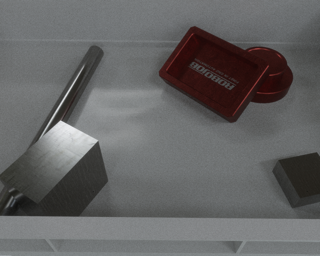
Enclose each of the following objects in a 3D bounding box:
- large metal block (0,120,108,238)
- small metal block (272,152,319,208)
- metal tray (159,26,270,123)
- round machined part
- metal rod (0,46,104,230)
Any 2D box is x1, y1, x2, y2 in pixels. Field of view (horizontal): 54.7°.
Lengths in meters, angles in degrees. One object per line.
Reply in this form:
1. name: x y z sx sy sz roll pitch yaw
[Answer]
1. large metal block: -0.104 0.054 0.323 0.050 0.080 0.080 26 55 19
2. small metal block: 0.167 0.060 0.357 0.050 0.025 0.050 -10 51 -9
3. metal tray: 0.074 -0.078 0.440 0.130 0.030 0.090 35 90 25
4. round machined part: 0.152 -0.087 0.469 0.099 0.042 0.098 0 50 0
5. metal rod: -0.137 -0.013 0.413 0.025 0.025 0.300 10 51 8
